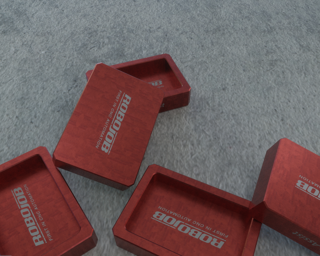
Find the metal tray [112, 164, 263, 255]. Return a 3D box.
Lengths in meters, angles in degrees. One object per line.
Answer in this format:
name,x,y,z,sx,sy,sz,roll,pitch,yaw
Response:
metal tray,0.030,0.100,0.316,0.130,0.030,0.090,20,52,15

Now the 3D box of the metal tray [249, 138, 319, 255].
metal tray,0.165,0.078,0.315,0.130,0.030,0.090,29,54,3

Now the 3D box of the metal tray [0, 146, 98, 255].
metal tray,-0.136,0.088,0.323,0.091,0.030,0.130,-28,56,-22

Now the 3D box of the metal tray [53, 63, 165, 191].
metal tray,-0.056,-0.003,0.363,0.090,0.030,0.130,23,64,-10

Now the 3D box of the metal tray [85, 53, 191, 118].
metal tray,-0.032,-0.058,0.448,0.131,0.030,0.090,-16,52,-13
